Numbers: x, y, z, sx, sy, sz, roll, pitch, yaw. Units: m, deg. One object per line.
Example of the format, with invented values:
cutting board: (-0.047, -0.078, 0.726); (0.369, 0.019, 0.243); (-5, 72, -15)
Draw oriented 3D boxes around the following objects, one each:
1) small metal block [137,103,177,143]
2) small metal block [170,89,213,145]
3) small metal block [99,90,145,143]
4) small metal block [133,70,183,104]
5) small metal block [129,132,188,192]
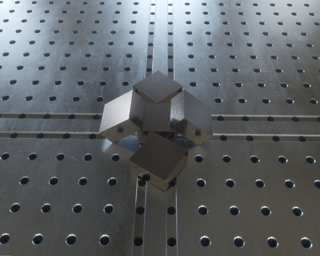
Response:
small metal block: (-0.003, -0.006, 0.413); (0.050, 0.025, 0.050); (1, 49, 1)
small metal block: (0.041, -0.014, 0.402); (0.050, 0.025, 0.050); (30, 43, -28)
small metal block: (-0.049, -0.015, 0.404); (0.050, 0.025, 0.050); (-23, 44, 29)
small metal block: (-0.003, -0.052, 0.452); (0.050, 0.025, 0.050); (-36, 58, -27)
small metal block: (-0.001, 0.040, 0.374); (0.050, 0.025, 0.050); (27, 55, 22)
